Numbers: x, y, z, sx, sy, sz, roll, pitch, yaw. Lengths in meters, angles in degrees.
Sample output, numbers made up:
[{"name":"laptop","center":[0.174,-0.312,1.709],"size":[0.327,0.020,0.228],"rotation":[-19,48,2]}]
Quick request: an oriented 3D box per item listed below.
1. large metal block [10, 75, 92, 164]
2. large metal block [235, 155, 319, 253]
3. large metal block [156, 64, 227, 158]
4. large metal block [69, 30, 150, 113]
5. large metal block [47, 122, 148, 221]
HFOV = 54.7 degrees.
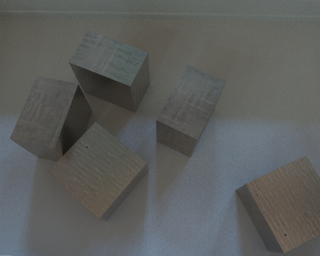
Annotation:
[{"name":"large metal block","center":[-0.128,-0.006,0.381],"size":[0.050,0.080,0.080],"rotation":[13,71,4]},{"name":"large metal block","center":[0.150,0.090,0.365],"size":[0.080,0.050,0.080],"rotation":[-23,72,-9]},{"name":"large metal block","center":[0.036,-0.018,0.388],"size":[0.050,0.080,0.080],"rotation":[26,72,9]},{"name":"large metal block","center":[-0.061,-0.071,0.406],"size":[0.080,0.080,0.050],"rotation":[22,72,7]},{"name":"large metal block","center":[-0.071,0.054,0.376],"size":[0.080,0.050,0.080],"rotation":[37,74,12]}]
